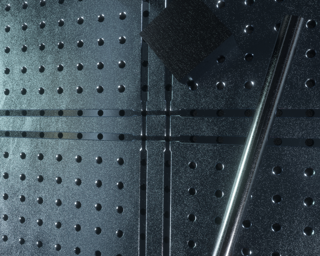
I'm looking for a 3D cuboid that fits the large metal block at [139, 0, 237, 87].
[{"bbox_3d":[0.036,-0.110,0.386,0.080,0.050,0.080,-41,78,15],"label":"large metal block"}]

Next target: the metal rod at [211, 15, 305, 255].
[{"bbox_3d":[0.115,0.017,0.371,0.025,0.025,0.298,17,96,19],"label":"metal rod"}]
